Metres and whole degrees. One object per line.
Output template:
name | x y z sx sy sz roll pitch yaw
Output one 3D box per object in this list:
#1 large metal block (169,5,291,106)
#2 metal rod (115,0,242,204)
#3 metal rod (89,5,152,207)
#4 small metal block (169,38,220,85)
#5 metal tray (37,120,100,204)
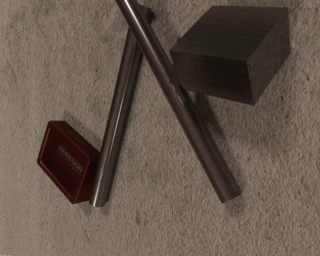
large metal block | 0.070 -0.075 0.303 0.080 0.050 0.080 19 58 38
metal rod | 0.013 -0.053 0.373 0.025 0.025 0.299 -36 74 34
metal rod | -0.061 -0.024 0.452 0.025 0.025 0.298 24 105 37
small metal block | 0.041 -0.072 0.353 0.025 0.050 0.050 18 101 40
metal tray | -0.156 0.055 0.526 0.130 0.030 0.089 35 111 34
